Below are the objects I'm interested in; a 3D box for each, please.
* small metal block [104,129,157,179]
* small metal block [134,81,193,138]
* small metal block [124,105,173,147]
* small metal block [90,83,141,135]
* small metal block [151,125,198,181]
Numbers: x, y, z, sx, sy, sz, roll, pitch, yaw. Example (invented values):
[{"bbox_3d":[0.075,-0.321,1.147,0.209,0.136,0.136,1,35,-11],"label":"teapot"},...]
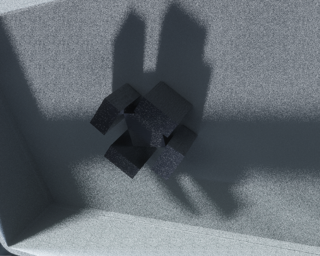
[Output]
[{"bbox_3d":[-0.041,0.034,0.433,0.050,0.050,0.025,39,130,2],"label":"small metal block"},{"bbox_3d":[0.005,-0.024,0.372,0.050,0.050,0.025,38,128,1],"label":"small metal block"},{"bbox_3d":[-0.015,-0.003,0.412,0.050,0.025,0.050,1,119,28],"label":"small metal block"},{"bbox_3d":[-0.058,-0.025,0.405,0.025,0.050,0.050,41,130,1],"label":"small metal block"},{"bbox_3d":[0.019,0.031,0.399,0.025,0.050,0.050,34,128,4],"label":"small metal block"}]
